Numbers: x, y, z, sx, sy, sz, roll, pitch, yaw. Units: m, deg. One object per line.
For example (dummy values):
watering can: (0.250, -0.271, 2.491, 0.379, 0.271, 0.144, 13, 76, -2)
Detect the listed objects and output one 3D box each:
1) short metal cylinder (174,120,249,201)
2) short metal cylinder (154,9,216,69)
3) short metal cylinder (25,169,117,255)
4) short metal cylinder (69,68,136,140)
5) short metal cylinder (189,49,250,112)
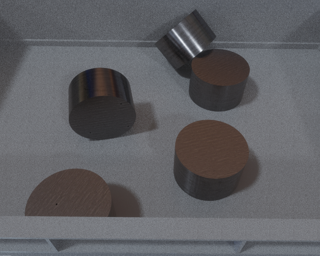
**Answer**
short metal cylinder: (0.057, 0.037, 0.359, 0.081, 0.050, 0.080, 0, 50, 0)
short metal cylinder: (0.038, -0.135, 0.475, 0.050, 0.080, 0.080, 49, 57, -13)
short metal cylinder: (-0.087, 0.088, 0.313, 0.081, 0.050, 0.080, 0, 50, 0)
short metal cylinder: (-0.074, -0.029, 0.393, 0.081, 0.080, 0.050, -8, 51, -8)
short metal cylinder: (0.084, -0.070, 0.449, 0.081, 0.050, 0.080, 0, 50, 0)
